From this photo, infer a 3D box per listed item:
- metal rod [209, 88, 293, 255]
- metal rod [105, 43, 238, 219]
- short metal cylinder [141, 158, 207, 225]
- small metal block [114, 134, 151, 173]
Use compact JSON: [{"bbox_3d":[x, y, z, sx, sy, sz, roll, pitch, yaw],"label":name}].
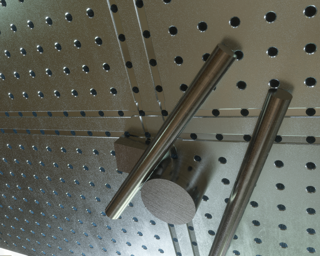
[{"bbox_3d":[0.107,0.086,0.407,0.025,0.025,0.298,20,126,16],"label":"metal rod"},{"bbox_3d":[-0.001,0.024,0.401,0.025,0.025,0.298,36,121,3],"label":"metal rod"},{"bbox_3d":[0.020,0.089,0.438,0.080,0.050,0.079,13,124,20],"label":"short metal cylinder"},{"bbox_3d":[-0.037,0.041,0.455,0.050,0.025,0.050,11,123,21],"label":"small metal block"}]
